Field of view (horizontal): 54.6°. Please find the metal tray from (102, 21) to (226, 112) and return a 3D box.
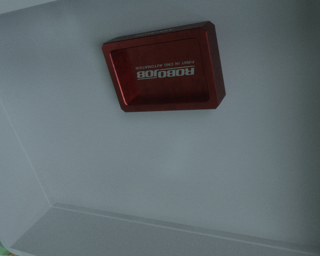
[{"bbox_3d":[0.004,-0.066,0.362,0.130,0.030,0.090,-1,118,28],"label":"metal tray"}]
